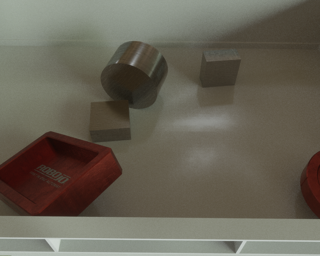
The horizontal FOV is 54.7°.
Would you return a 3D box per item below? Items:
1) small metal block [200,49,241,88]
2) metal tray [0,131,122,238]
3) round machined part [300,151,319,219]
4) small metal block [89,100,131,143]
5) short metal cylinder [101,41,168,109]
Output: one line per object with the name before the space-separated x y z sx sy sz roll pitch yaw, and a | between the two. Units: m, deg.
small metal block | 0.089 -0.089 0.465 0.050 0.050 0.025 -5 51 -5
metal tray | -0.113 0.049 0.321 0.130 0.030 0.090 10 42 43
round machined part | 0.203 0.072 0.337 0.099 0.042 0.098 0 50 0
small metal block | -0.065 -0.010 0.412 0.050 0.025 0.050 -4 50 -4
short metal cylinder | -0.035 -0.072 0.430 0.080 0.080 0.050 13 51 11
